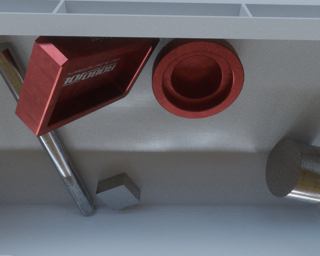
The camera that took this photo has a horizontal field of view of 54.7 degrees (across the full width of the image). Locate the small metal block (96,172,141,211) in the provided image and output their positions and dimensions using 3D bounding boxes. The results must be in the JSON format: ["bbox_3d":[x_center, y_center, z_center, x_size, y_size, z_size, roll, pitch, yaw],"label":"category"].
[{"bbox_3d":[-0.066,0.103,0.496,0.050,0.025,0.050,-21,127,17],"label":"small metal block"}]

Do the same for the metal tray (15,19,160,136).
[{"bbox_3d":[-0.064,-0.052,0.295,0.030,0.131,0.089,45,129,9],"label":"metal tray"}]

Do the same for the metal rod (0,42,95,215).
[{"bbox_3d":[-0.147,0.025,0.428,0.025,0.025,0.298,-8,130,6],"label":"metal rod"}]

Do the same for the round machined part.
[{"bbox_3d":[0.040,-0.061,0.347,0.099,0.042,0.097,-1,130,0],"label":"round machined part"}]

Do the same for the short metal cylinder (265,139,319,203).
[{"bbox_3d":[0.191,0.060,0.427,0.050,0.080,0.079,13,129,-11],"label":"short metal cylinder"}]
